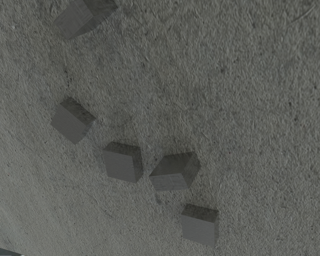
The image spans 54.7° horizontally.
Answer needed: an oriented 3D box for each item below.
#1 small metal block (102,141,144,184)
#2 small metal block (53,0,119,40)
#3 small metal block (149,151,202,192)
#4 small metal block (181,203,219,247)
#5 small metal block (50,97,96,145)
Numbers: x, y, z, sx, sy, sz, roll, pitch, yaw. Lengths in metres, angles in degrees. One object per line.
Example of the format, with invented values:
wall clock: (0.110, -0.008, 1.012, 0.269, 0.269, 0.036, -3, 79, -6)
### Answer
small metal block: (-0.055, 0.052, 0.468, 0.050, 0.025, 0.050, 9, 123, 23)
small metal block: (-0.084, -0.130, 0.354, 0.050, 0.050, 0.025, -25, 105, 37)
small metal block: (0.021, 0.058, 0.416, 0.050, 0.050, 0.025, -12, 112, 33)
small metal block: (0.061, 0.146, 0.465, 0.050, 0.025, 0.050, 8, 122, 24)
small metal block: (-0.132, -0.010, 0.470, 0.050, 0.025, 0.050, 40, 129, 0)
